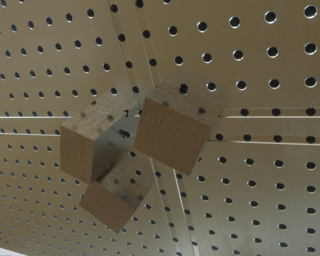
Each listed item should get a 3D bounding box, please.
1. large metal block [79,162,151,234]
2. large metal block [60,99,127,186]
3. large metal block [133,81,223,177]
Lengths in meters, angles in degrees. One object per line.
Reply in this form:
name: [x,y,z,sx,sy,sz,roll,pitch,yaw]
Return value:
large metal block: [-0.074,0.112,0.502,0.080,0.050,0.079,36,129,4]
large metal block: [-0.093,0.018,0.434,0.050,0.080,0.079,24,127,13]
large metal block: [0.020,0.000,0.383,0.080,0.050,0.079,26,127,12]
